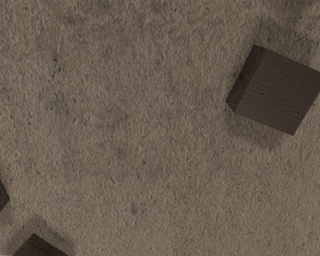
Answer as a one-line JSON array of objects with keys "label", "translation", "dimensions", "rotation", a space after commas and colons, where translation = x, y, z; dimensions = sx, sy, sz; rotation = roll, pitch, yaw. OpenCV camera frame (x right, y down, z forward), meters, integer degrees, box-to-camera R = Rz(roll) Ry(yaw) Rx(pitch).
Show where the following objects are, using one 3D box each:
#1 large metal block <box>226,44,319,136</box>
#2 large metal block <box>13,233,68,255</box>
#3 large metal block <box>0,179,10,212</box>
[{"label": "large metal block", "translation": [0.140, -0.047, 0.381], "dimensions": [0.080, 0.050, 0.079], "rotation": [21, 109, -8]}, {"label": "large metal block", "translation": [-0.194, 0.224, 0.477], "dimensions": [0.080, 0.050, 0.080], "rotation": [41, 105, -14]}, {"label": "large metal block", "translation": [-0.271, 0.088, 0.425], "dimensions": [0.080, 0.050, 0.080], "rotation": [-13, 110, 4]}]
